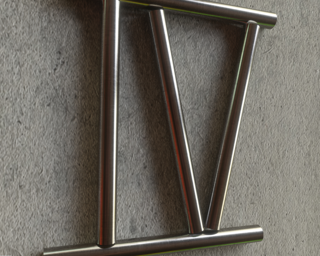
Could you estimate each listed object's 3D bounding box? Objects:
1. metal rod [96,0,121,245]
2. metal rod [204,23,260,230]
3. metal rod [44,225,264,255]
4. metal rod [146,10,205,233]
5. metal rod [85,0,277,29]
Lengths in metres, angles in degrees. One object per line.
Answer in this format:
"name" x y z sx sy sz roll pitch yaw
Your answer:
"metal rod" -0.064 -0.008 0.386 0.025 0.025 0.298 1 90 -20
"metal rod" 0.104 -0.005 0.449 0.025 0.025 0.298 14 85 -20
"metal rod" 0.006 0.155 0.413 0.303 0.025 0.025 1 90 -21
"metal rod" 0.021 -0.006 0.418 0.025 0.025 0.298 -12 94 -20
"metal rod" 0.029 -0.167 0.422 0.303 0.025 0.025 1 90 -21
